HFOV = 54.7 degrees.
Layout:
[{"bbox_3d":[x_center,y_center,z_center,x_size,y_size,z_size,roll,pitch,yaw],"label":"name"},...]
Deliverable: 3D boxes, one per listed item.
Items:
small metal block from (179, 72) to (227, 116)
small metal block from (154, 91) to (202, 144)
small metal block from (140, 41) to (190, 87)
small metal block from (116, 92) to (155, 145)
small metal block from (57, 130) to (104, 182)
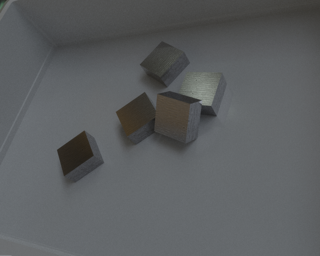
[{"bbox_3d":[0.054,-0.045,0.405,0.050,0.025,0.050,8,65,31],"label":"small metal block"},{"bbox_3d":[0.022,-0.015,0.386,0.050,0.025,0.050,21,116,35],"label":"small metal block"},{"bbox_3d":[0.007,-0.096,0.461,0.050,0.025,0.050,-48,51,-6],"label":"small metal block"},{"bbox_3d":[-0.027,-0.014,0.428,0.050,0.025,0.050,-34,51,5],"label":"small metal block"},{"bbox_3d":[-0.114,0.040,0.441,0.050,0.025,0.050,-35,51,5],"label":"small metal block"}]
